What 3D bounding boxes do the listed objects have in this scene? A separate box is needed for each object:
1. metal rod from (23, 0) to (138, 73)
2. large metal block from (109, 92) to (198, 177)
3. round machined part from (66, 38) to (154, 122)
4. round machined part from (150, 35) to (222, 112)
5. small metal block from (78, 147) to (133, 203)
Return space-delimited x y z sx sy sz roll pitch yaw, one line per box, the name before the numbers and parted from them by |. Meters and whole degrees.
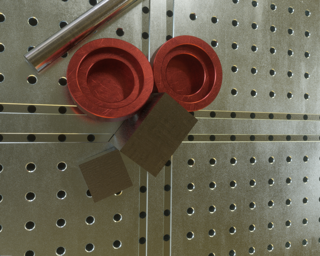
metal rod | -0.041 -0.171 0.397 0.301 0.025 0.025 -42 104 -15
large metal block | -0.011 0.004 0.375 0.050 0.080 0.080 39 83 -17
round machined part | -0.060 -0.054 0.373 0.099 0.042 0.098 3 77 -11
round machined part | 0.030 -0.070 0.414 0.099 0.042 0.097 0 90 -20
small metal block | -0.068 0.057 0.386 0.050 0.025 0.050 -23 98 -14
